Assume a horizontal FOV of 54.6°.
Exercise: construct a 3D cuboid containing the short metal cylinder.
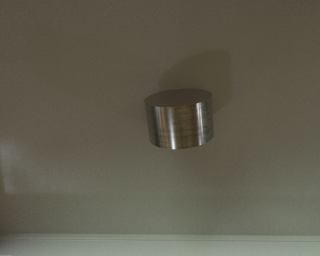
[{"bbox_3d":[0.024,-0.014,0.377,0.080,0.080,0.050,-6,110,2],"label":"short metal cylinder"}]
